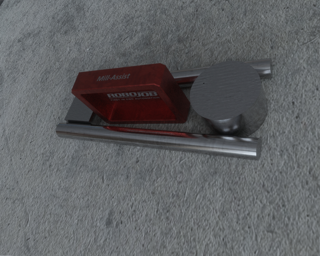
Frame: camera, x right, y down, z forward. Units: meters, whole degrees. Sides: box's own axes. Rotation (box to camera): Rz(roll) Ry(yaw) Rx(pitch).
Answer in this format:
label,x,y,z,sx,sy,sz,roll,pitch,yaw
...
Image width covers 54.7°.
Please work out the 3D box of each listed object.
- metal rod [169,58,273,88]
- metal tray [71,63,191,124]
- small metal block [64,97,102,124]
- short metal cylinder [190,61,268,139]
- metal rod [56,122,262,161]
label,x,y,z,sx,sy,sz,roll,pitch,yaw
metal rod,0.002,-0.068,0.446,0.300,0.025,0.025,-2,61,27
metal tray,-0.037,-0.040,0.406,0.130,0.090,0.030,0,62,28
small metal block,-0.113,-0.027,0.482,0.050,0.025,0.050,5,64,30
short metal cylinder,0.082,-0.032,0.365,0.080,0.050,0.080,-13,56,21
metal rod,-0.023,0.013,0.410,0.300,0.025,0.025,4,64,30
